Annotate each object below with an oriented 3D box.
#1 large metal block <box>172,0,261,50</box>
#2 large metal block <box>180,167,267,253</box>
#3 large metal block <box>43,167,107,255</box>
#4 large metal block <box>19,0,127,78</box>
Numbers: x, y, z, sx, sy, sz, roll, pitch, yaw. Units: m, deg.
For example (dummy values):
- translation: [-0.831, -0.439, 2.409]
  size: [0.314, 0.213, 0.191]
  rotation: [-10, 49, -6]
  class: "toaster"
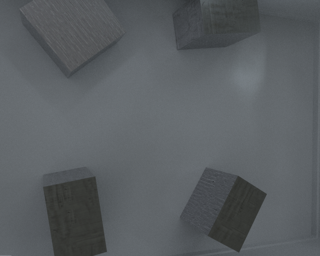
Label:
- translation: [0.072, -0.139, 0.409]
  size: [0.081, 0.080, 0.050]
  rotation: [-9, 93, -20]
  class: "large metal block"
- translation: [0.081, 0.104, 0.413]
  size: [0.050, 0.080, 0.080]
  rotation: [33, 79, -18]
  class: "large metal block"
- translation: [-0.097, 0.092, 0.346]
  size: [0.050, 0.080, 0.079]
  rotation: [-9, 93, -20]
  class: "large metal block"
- translation: [-0.100, -0.117, 0.361]
  size: [0.080, 0.050, 0.080]
  rotation: [-41, 103, -16]
  class: "large metal block"
